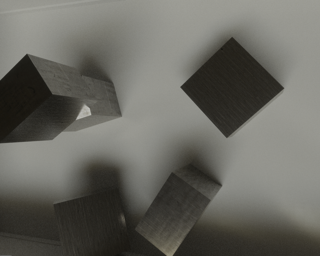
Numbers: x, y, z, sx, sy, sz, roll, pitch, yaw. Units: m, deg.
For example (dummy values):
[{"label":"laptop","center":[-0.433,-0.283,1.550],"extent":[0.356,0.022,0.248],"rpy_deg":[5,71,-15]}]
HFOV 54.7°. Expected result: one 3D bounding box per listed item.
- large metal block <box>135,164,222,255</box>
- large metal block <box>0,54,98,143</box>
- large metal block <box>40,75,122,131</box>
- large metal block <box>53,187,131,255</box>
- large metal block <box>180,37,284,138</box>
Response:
[{"label":"large metal block","center":[0.026,0.094,0.372],"extent":[0.050,0.080,0.080],"rpy_deg":[35,101,16]},{"label":"large metal block","center":[-0.131,-0.028,0.341],"extent":[0.080,0.080,0.050],"rpy_deg":[-38,78,16]},{"label":"large metal block","center":[-0.111,-0.029,0.419],"extent":[0.080,0.080,0.050],"rpy_deg":[-16,85,19]},{"label":"large metal block","center":[-0.090,0.127,0.407],"extent":[0.081,0.050,0.080],"rpy_deg":[-11,85,-20]},{"label":"large metal block","center":[0.086,-0.045,0.367],"extent":[0.080,0.050,0.080],"rpy_deg":[-44,77,14]}]
